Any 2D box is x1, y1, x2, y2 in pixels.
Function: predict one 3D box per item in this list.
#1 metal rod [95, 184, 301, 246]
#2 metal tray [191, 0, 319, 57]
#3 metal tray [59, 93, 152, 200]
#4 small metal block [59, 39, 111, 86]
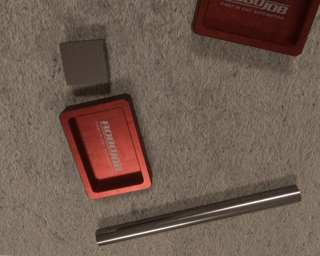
[{"bbox_3d":[0.053,0.130,0.458,0.301,0.025,0.025,-14,110,4],"label":"metal rod"},{"bbox_3d":[0.110,-0.141,0.356,0.131,0.030,0.089,11,110,-5],"label":"metal tray"},{"bbox_3d":[-0.068,0.027,0.415,0.090,0.030,0.129,-12,110,4],"label":"metal tray"},{"bbox_3d":[-0.090,-0.081,0.379,0.050,0.025,0.050,-5,110,1],"label":"small metal block"}]
